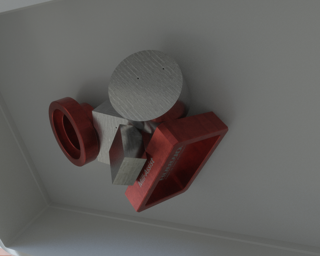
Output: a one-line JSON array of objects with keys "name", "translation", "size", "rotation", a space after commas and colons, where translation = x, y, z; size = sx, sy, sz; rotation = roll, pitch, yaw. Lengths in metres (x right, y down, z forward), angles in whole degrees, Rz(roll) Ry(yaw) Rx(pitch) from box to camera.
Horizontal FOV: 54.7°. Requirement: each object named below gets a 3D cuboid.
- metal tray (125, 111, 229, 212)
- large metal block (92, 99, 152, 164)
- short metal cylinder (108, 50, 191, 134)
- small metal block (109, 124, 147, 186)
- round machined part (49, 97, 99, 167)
[{"name": "metal tray", "translation": [0.018, 0.043, 0.379], "size": [0.030, 0.091, 0.129], "rotation": [50, 134, 28]}, {"name": "large metal block", "translation": [-0.039, 0.009, 0.415], "size": [0.080, 0.050, 0.079], "rotation": [14, 124, 20]}, {"name": "short metal cylinder", "translation": [-0.010, -0.038, 0.343], "size": [0.080, 0.080, 0.050], "rotation": [15, 169, 19]}, {"name": "small metal block", "translation": [-0.039, 0.032, 0.363], "size": [0.025, 0.050, 0.050], "rotation": [8, 132, -23]}, {"name": "round machined part", "translation": [-0.114, 0.002, 0.440], "size": [0.098, 0.042, 0.097], "rotation": [30, 133, 39]}]
